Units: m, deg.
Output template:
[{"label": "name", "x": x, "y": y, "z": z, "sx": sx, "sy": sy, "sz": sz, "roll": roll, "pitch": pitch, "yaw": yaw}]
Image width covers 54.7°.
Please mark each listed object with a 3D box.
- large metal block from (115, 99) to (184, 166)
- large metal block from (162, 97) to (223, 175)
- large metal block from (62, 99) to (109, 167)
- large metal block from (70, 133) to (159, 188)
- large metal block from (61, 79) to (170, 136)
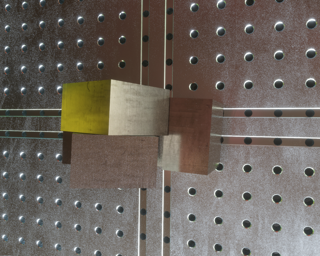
[{"label": "large metal block", "x": -0.015, "y": 0.005, "z": 0.401, "sx": 0.080, "sy": 0.050, "sz": 0.079, "roll": 3, "pitch": 91, "yaw": 19}, {"label": "large metal block", "x": 0.042, "y": 0.008, "z": 0.368, "sx": 0.050, "sy": 0.080, "sz": 0.079, "roll": 4, "pitch": 92, "yaw": 20}, {"label": "large metal block", "x": -0.082, "y": 0.005, "z": 0.411, "sx": 0.050, "sy": 0.080, "sz": 0.079, "roll": 2, "pitch": 91, "yaw": 20}, {"label": "large metal block", "x": -0.051, "y": 0.031, "z": 0.329, "sx": 0.081, "sy": 0.080, "sz": 0.050, "roll": 3, "pitch": 91, "yaw": -14}, {"label": "large metal block", "x": -0.047, "y": -0.019, "z": 0.331, "sx": 0.080, "sy": 0.081, "sz": 0.050, "roll": 3, "pitch": 91, "yaw": 42}]
